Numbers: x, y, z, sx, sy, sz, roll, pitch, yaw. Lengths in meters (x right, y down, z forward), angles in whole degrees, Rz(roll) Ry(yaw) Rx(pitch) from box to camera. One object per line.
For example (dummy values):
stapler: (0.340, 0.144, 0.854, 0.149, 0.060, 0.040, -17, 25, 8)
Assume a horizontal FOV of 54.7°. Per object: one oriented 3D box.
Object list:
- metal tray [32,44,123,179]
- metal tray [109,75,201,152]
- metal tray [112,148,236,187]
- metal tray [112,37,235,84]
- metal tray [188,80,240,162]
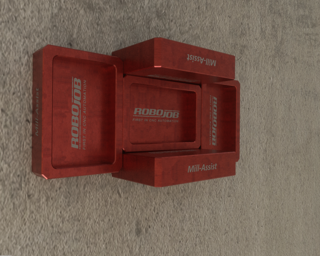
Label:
metal tray: (-0.086, -0.015, 0.332, 0.091, 0.030, 0.129, 1, 90, -40)
metal tray: (-0.002, -0.016, 0.404, 0.131, 0.030, 0.089, 1, 90, -40)
metal tray: (0.019, 0.044, 0.380, 0.131, 0.090, 0.030, 0, 90, -40)
metal tray: (0.018, -0.076, 0.381, 0.131, 0.090, 0.030, 0, 90, -40)
metal tray: (0.084, -0.011, 0.476, 0.091, 0.030, 0.129, 1, 90, -40)
